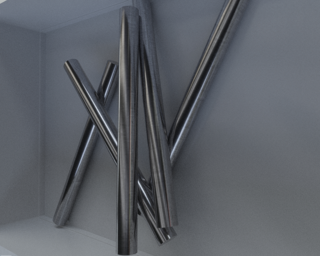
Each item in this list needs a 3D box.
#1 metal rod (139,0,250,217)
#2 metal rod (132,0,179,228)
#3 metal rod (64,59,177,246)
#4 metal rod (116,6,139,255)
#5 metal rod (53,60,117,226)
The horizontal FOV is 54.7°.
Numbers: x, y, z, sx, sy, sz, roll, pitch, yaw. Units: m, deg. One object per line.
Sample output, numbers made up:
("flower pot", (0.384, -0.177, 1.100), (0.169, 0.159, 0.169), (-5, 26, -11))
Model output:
("metal rod", (0.033, -0.017, 0.377), (0.025, 0.025, 0.298), (35, 111, 34))
("metal rod", (-0.009, -0.032, 0.387), (0.025, 0.025, 0.299), (-19, 70, 38))
("metal rod", (-0.064, 0.017, 0.423), (0.025, 0.025, 0.299), (-47, 63, 29))
("metal rod", (-0.039, -0.003, 0.379), (0.025, 0.025, 0.298), (-6, 80, 39))
("metal rod", (-0.122, 0.034, 0.504), (0.025, 0.025, 0.298), (36, 112, 34))
